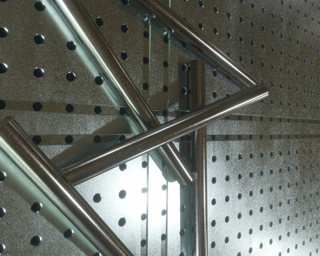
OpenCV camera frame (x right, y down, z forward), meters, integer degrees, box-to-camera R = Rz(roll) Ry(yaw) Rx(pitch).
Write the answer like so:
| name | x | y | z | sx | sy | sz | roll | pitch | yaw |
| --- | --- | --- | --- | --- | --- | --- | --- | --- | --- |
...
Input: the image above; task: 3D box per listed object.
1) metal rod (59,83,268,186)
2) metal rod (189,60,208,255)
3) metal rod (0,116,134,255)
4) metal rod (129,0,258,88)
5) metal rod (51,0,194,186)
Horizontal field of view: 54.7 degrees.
| name | x | y | z | sx | sy | sz | roll | pitch | yaw |
| --- | --- | --- | --- | --- | --- | --- | --- | --- | --- |
| metal rod | 0.024 | -0.001 | 0.392 | 0.302 | 0.025 | 0.025 | -23 | 105 | -25 |
| metal rod | 0.057 | 0.051 | 0.459 | 0.025 | 0.025 | 0.298 | -2 | 91 | -40 |
| metal rod | -0.071 | 0.110 | 0.336 | 0.025 | 0.025 | 0.299 | -49 | 124 | -29 |
| metal rod | 0.055 | -0.128 | 0.456 | 0.301 | 0.025 | 0.025 | 25 | 74 | -37 |
| metal rod | -0.037 | -0.040 | 0.379 | 0.025 | 0.025 | 0.299 | -49 | 119 | -29 |
